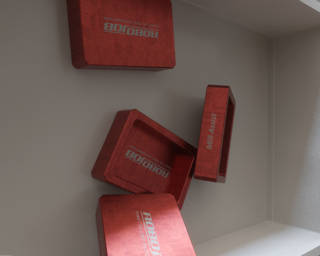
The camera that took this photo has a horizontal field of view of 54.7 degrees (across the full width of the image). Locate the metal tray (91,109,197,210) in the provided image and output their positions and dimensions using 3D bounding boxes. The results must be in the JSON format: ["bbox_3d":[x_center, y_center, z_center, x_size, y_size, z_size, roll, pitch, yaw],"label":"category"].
[{"bbox_3d":[-0.012,0.044,0.395,0.130,0.030,0.090,33,70,-35],"label":"metal tray"}]

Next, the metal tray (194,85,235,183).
[{"bbox_3d":[0.082,0.012,0.447,0.090,0.030,0.129,30,68,-68],"label":"metal tray"}]

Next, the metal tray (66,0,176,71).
[{"bbox_3d":[-0.041,-0.116,0.370,0.131,0.030,0.089,-7,95,-40],"label":"metal tray"}]

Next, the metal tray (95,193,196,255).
[{"bbox_3d":[-0.014,0.127,0.319,0.091,0.130,0.030,4,125,-21],"label":"metal tray"}]
